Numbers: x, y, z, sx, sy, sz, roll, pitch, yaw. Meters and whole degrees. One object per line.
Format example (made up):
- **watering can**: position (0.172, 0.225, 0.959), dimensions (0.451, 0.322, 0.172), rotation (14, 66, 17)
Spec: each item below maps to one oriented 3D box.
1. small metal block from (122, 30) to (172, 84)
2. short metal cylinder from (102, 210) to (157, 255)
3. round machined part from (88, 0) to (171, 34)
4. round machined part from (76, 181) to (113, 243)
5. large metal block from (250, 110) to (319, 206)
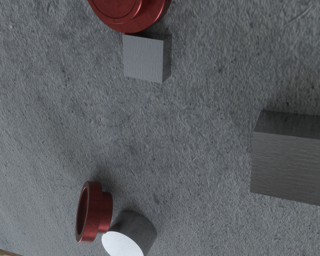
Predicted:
- **small metal block**: position (-0.015, -0.084, 0.361), dimensions (0.050, 0.025, 0.050), rotation (14, 124, 19)
- **short metal cylinder**: position (-0.052, 0.190, 0.534), dimensions (0.080, 0.050, 0.079), rotation (13, 124, 20)
- **round machined part**: position (-0.039, -0.148, 0.324), dimensions (0.098, 0.042, 0.097), rotation (13, 124, 20)
- **round machined part**: position (-0.108, 0.139, 0.513), dimensions (0.042, 0.098, 0.097), rotation (11, 132, -22)
- **large metal block**: position (0.144, 0.031, 0.333), dimensions (0.080, 0.050, 0.079), rotation (8, 122, 24)
